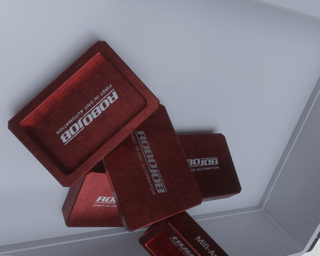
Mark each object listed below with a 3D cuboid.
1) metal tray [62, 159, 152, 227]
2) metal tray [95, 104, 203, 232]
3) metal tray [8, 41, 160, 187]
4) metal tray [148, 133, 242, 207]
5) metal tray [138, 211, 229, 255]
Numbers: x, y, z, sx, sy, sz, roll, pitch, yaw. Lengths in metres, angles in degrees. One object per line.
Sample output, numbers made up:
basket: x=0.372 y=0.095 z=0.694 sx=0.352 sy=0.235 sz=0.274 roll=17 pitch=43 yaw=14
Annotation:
metal tray: x=-0.058 y=0.094 z=0.432 sx=0.131 sy=0.030 sz=0.089 roll=12 pitch=112 yaw=-34
metal tray: x=-0.017 y=0.043 z=0.365 sx=0.091 sy=0.130 sz=0.030 roll=-16 pitch=164 yaw=-19
metal tray: x=-0.076 y=-0.014 z=0.323 sx=0.130 sy=0.030 sz=0.090 roll=-42 pitch=92 yaw=0
metal tray: x=0.040 y=0.055 z=0.422 sx=0.131 sy=0.090 sz=0.030 roll=-1 pitch=155 yaw=-28
metal tray: x=0.041 y=0.170 z=0.396 sx=0.030 sy=0.130 sz=0.089 roll=-39 pitch=171 yaw=-43
